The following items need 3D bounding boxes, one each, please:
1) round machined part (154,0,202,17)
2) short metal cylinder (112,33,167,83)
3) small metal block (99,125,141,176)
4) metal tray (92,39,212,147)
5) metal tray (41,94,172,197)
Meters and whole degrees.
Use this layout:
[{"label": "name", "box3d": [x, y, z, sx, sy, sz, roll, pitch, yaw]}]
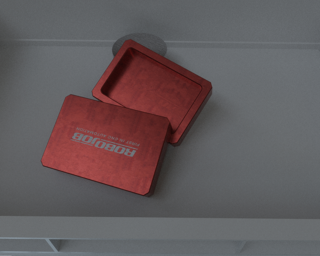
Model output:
[{"label": "round machined part", "box3d": [0.036, -0.267, 0.621, 0.099, 0.042, 0.098, 0, 50, 0]}, {"label": "short metal cylinder", "box3d": [-0.030, -0.101, 0.473, 0.081, 0.050, 0.080, 0, 50, 0]}, {"label": "small metal block", "box3d": [-0.051, 0.026, 0.382, 0.050, 0.025, 0.050, 32, 57, 24]}, {"label": "metal tray", "box3d": [-0.010, -0.046, 0.401, 0.130, 0.030, 0.090, 31, 85, 13]}, {"label": "metal tray", "box3d": [-0.060, 0.019, 0.361, 0.131, 0.030, 0.090, 14, 77, 11]}]
